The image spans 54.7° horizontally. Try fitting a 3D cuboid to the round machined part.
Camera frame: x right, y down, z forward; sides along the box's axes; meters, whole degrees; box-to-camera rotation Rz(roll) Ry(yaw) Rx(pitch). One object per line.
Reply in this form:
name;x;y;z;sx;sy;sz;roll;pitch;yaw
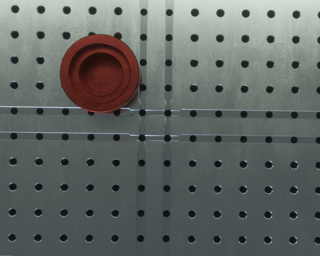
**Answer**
round machined part;-0.075;-0.068;0.404;0.099;0.042;0.097;0;90;-1
